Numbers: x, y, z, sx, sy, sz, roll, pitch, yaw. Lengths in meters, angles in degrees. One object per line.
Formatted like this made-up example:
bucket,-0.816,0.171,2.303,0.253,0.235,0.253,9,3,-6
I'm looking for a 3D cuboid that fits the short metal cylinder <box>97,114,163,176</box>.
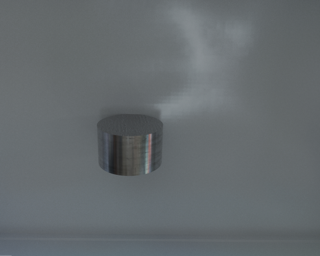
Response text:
short metal cylinder,-0.037,0.018,0.388,0.080,0.080,0.050,2,110,-1
